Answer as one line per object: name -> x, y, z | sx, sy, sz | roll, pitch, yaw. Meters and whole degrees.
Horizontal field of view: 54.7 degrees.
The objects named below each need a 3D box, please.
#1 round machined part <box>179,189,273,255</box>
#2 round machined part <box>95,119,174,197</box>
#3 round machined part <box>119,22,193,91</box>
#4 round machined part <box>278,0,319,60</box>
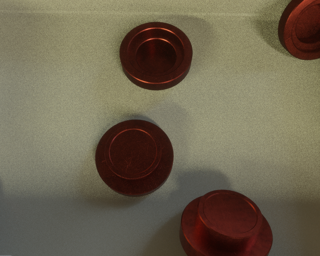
round machined part -> 0.072, 0.105, 0.336 | 0.099, 0.042, 0.098 | 4, 31, -2
round machined part -> -0.032, 0.034, 0.388 | 0.099, 0.042, 0.098 | 0, 70, 0
round machined part -> -0.005, -0.096, 0.436 | 0.099, 0.042, 0.098 | 0, 70, 0
round machined part -> 0.214, -0.149, 0.436 | 0.099, 0.097, 0.042 | -7, 37, -3
